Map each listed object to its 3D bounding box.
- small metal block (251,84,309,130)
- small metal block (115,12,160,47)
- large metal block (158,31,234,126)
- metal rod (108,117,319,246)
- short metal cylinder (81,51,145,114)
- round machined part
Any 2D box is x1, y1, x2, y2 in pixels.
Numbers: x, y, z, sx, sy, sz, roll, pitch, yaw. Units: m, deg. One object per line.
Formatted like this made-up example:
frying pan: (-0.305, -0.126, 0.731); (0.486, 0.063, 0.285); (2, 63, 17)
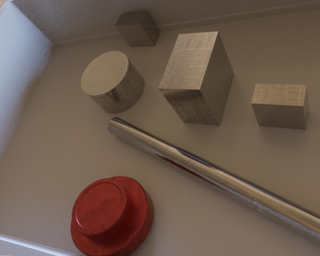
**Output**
small metal block: (0.131, -0.023, 0.335); (0.050, 0.050, 0.025); (6, 65, 30)
small metal block: (-0.036, -0.159, 0.505); (0.050, 0.050, 0.025); (8, 66, 31)
large metal block: (0.049, -0.058, 0.380); (0.050, 0.080, 0.080); (6, 65, 30)
metal rod: (0.046, 0.047, 0.352); (0.300, 0.025, 0.025); (25, 75, 36)
short metal cylinder: (-0.071, -0.069, 0.467); (0.080, 0.050, 0.080); (-13, 56, 20)
round machined part: (-0.060, 0.097, 0.355); (0.098, 0.042, 0.098); (-14, 46, 16)
